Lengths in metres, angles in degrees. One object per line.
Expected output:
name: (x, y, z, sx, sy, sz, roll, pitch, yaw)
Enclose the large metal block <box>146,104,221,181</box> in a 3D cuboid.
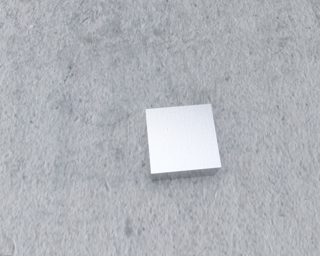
large metal block: (0.026, 0.019, 0.388, 0.081, 0.050, 0.080, -5, 70, -2)
